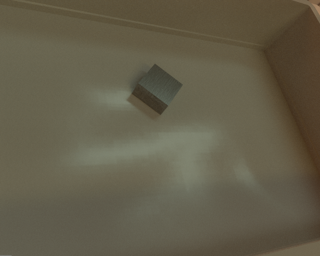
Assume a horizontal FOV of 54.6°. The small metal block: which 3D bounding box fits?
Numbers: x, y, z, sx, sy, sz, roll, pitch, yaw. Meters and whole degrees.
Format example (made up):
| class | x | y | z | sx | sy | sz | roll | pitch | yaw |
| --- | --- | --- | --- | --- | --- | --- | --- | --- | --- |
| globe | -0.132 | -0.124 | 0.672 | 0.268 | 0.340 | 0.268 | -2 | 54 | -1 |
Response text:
| class | x | y | z | sx | sy | sz | roll | pitch | yaw |
| --- | --- | --- | --- | --- | --- | --- | --- | --- | --- |
| small metal block | -0.003 | -0.055 | 0.437 | 0.050 | 0.025 | 0.050 | 37 | 51 | -4 |
